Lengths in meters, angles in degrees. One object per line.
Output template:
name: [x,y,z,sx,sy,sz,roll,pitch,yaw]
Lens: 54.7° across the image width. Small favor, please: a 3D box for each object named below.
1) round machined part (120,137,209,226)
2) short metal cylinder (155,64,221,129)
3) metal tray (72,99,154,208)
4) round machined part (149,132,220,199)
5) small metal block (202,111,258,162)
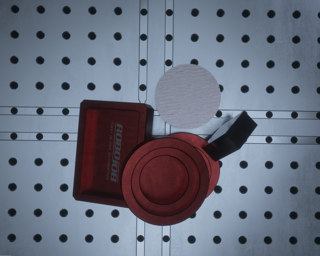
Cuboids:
round machined part: [0.003,0.058,0.357,0.099,0.042,0.097,0,92,-11]
short metal cylinder: [0.034,-0.038,0.401,0.081,0.050,0.079,0,90,-1]
metal tray: [-0.060,0.031,0.399,0.090,0.030,0.129,5,90,14]
round machined part: [0.030,0.054,0.404,0.099,0.042,0.097,0,90,-1]
small metal block: [0.088,0.011,0.392,0.025,0.050,0.050,47,55,0]
